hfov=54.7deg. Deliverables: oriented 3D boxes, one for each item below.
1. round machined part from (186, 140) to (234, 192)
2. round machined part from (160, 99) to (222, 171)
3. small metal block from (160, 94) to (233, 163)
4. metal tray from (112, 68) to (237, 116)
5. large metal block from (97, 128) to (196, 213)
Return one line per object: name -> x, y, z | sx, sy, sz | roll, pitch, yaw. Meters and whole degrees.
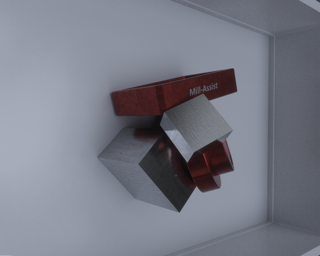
round machined part -> 0.058, 0.024, 0.369 | 0.098, 0.042, 0.097 | -19, 90, -76
round machined part -> 0.038, 0.009, 0.430 | 0.099, 0.042, 0.097 | 0, 90, -40
small metal block -> 0.036, -0.001, 0.317 | 0.050, 0.025, 0.050 | -27, 69, -24
metal tray -> 0.020, -0.045, 0.380 | 0.131, 0.090, 0.030 | -19, 103, -39
large metal block -> -0.012, 0.046, 0.361 | 0.050, 0.080, 0.080 | -52, 121, -28
